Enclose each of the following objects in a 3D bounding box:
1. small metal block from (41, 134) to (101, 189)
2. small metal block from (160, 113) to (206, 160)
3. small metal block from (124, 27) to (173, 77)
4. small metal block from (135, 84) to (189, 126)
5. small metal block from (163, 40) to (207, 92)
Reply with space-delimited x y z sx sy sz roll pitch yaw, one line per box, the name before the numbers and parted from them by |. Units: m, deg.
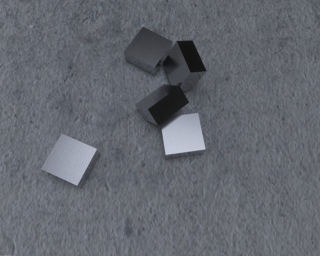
small metal block | -0.111 0.042 0.391 0.050 0.025 0.050 23 71 7
small metal block | 0.028 0.011 0.405 0.050 0.025 0.050 -8 70 -3
small metal block | -0.016 -0.111 0.448 0.050 0.025 0.050 30 72 10
small metal block | 0.002 -0.032 0.404 0.050 0.050 0.025 -37 112 -13
small metal block | 0.032 -0.083 0.423 0.025 0.050 0.050 -10 69 -28
